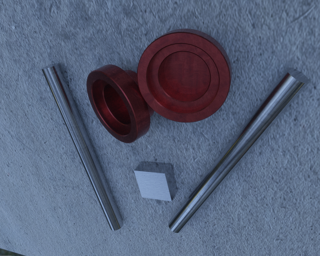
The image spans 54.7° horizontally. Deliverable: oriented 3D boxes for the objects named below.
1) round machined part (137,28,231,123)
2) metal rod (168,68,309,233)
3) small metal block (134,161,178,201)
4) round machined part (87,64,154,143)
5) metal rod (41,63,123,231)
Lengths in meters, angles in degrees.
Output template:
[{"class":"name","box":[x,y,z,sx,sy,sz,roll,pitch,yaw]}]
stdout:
[{"class":"round machined part","box":[0.028,-0.058,0.338,0.098,0.042,0.097,7,118,13]},{"class":"metal rod","box":[0.080,0.051,0.396,0.025,0.025,0.298,33,129,6]},{"class":"small metal block","box":[-0.005,0.078,0.458,0.050,0.025,0.050,1,119,27]},{"class":"round machined part","box":[-0.045,-0.033,0.385,0.098,0.042,0.097,34,142,32]},{"class":"metal rod","box":[-0.116,0.044,0.495,0.025,0.025,0.298,-2,118,29]}]
